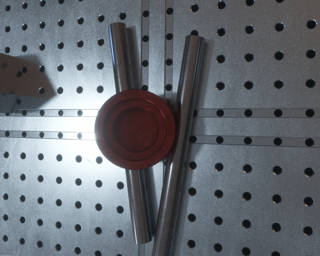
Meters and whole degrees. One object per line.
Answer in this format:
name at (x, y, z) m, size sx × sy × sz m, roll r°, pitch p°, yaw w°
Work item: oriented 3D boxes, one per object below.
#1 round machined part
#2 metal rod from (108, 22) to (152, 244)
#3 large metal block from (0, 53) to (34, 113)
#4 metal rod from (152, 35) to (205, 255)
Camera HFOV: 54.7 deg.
round machined part at (-0.029, 0.002, 0.391) m, size 0.099 × 0.042 × 0.097 m, roll 0°, pitch 88°, yaw 2°
metal rod at (-0.041, 0.005, 0.426) m, size 0.025 × 0.025 × 0.298 m, roll -8°, pitch 87°, yaw 19°
large metal block at (-0.255, -0.071, 0.471) m, size 0.050 × 0.080 × 0.080 m, roll -33°, pitch 80°, yaw 17°
metal rod at (0.023, 0.032, 0.403) m, size 0.025 × 0.025 × 0.298 m, roll 10°, pitch 93°, yaw 19°
